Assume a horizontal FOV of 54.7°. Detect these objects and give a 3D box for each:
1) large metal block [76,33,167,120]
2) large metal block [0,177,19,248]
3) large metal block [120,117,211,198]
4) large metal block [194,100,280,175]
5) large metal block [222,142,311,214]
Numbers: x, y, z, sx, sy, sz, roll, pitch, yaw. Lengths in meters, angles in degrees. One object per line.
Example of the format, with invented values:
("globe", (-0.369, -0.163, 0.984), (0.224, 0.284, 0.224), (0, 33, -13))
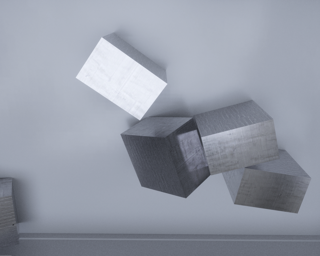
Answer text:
("large metal block", (-0.040, -0.063, 0.358), (0.080, 0.080, 0.050), (34, 107, -12))
("large metal block", (-0.243, 0.122, 0.426), (0.081, 0.050, 0.079), (-7, 112, -22))
("large metal block", (0.007, 0.033, 0.388), (0.080, 0.050, 0.080), (3, 119, 47))
("large metal block", (0.091, 0.009, 0.386), (0.080, 0.080, 0.050), (-15, 110, 5))
("large metal block", (0.133, 0.062, 0.406), (0.081, 0.080, 0.050), (9, 110, -4))
